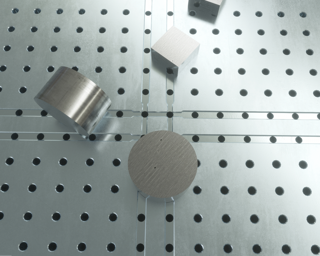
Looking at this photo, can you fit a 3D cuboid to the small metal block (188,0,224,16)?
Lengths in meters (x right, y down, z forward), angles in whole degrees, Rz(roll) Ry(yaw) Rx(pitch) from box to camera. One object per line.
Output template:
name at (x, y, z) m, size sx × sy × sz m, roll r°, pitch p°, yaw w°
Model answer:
small metal block at (0.078, -0.212, 0.490) m, size 0.050 × 0.025 × 0.050 m, roll 23°, pitch 72°, yaw 8°

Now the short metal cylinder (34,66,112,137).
short metal cylinder at (-0.109, -0.032, 0.393) m, size 0.080 × 0.080 × 0.050 m, roll 29°, pitch 73°, yaw 10°

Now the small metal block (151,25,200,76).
small metal block at (0.022, -0.113, 0.453) m, size 0.050 × 0.025 × 0.050 m, roll 38°, pitch 74°, yaw 12°

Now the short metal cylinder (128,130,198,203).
short metal cylinder at (0.003, 0.049, 0.381) m, size 0.081 × 0.050 × 0.080 m, roll 0°, pitch 70°, yaw 0°
